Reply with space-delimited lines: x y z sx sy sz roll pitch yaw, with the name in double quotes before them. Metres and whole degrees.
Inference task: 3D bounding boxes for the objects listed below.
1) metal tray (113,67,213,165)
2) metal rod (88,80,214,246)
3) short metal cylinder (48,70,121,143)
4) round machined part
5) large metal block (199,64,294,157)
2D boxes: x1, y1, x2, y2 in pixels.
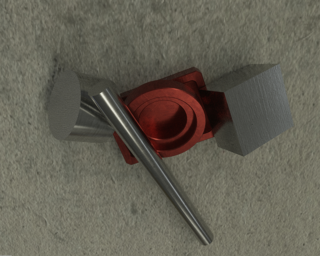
"metal tray" 0.002 -0.015 0.403 0.131 0.030 0.090 -19 109 6
"metal rod" 0.005 0.065 0.388 0.025 0.025 0.299 -26 126 9
"short metal cylinder" -0.090 -0.023 0.365 0.050 0.080 0.079 8 115 -42
"round machined part" 0.003 -0.014 0.371 0.099 0.042 0.097 -3 126 -4
"large metal block" 0.104 -0.024 0.372 0.081 0.050 0.080 -28 110 -18
